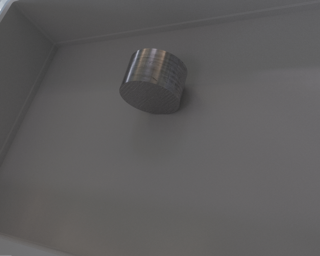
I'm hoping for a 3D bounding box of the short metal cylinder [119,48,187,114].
[{"bbox_3d":[-0.008,-0.060,0.412,0.080,0.080,0.050,1,62,29],"label":"short metal cylinder"}]
